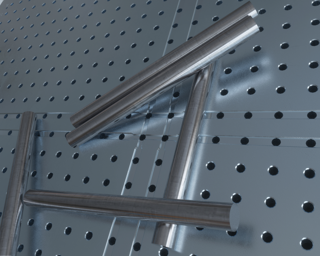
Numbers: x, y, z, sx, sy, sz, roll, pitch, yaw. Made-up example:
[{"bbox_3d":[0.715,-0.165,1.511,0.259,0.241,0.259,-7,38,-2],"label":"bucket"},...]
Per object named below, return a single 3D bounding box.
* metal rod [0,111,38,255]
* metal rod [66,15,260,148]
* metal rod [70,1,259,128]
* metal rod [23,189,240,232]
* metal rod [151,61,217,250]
[{"bbox_3d":[-0.206,0.094,0.443,0.025,0.025,0.300,-22,50,15],"label":"metal rod"},{"bbox_3d":[-0.008,-0.054,0.421,0.300,0.025,0.025,-30,52,17],"label":"metal rod"},{"bbox_3d":[-0.006,-0.079,0.436,0.300,0.025,0.025,-29,52,17],"label":"metal rod"},{"bbox_3d":[-0.058,0.090,0.359,0.300,0.025,0.025,-5,60,33],"label":"metal rod"},{"bbox_3d":[0.041,-0.006,0.389,0.025,0.025,0.300,2,62,29],"label":"metal rod"}]
